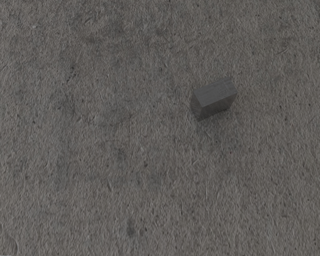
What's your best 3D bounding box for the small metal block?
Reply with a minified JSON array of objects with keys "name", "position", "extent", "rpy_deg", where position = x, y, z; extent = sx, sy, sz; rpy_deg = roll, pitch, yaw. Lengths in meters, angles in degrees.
[{"name":"small metal block","position":[0.069,-0.037,0.409],"extent":[0.050,0.050,0.025],"rpy_deg":[-23,72,-8]}]
